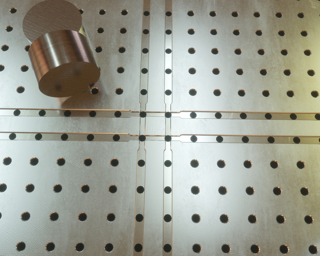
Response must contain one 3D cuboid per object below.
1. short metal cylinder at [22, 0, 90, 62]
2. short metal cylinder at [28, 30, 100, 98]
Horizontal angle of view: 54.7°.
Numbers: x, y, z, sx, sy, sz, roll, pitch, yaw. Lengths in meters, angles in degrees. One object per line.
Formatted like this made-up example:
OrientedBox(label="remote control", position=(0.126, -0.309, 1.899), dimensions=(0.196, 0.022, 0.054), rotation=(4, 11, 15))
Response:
OrientedBox(label="short metal cylinder", position=(-0.147, -0.136, 0.446), dimensions=(0.081, 0.050, 0.080), rotation=(0, 70, -1))
OrientedBox(label="short metal cylinder", position=(-0.126, -0.083, 0.411), dimensions=(0.080, 0.080, 0.050), rotation=(-21, 72, -8))
